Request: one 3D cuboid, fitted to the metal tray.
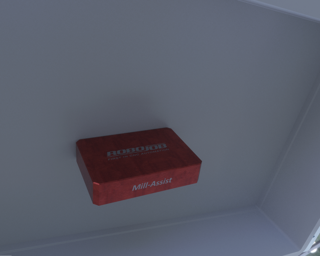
[{"bbox_3d":[-0.027,0.041,0.378,0.131,0.090,0.030,-8,122,-25],"label":"metal tray"}]
